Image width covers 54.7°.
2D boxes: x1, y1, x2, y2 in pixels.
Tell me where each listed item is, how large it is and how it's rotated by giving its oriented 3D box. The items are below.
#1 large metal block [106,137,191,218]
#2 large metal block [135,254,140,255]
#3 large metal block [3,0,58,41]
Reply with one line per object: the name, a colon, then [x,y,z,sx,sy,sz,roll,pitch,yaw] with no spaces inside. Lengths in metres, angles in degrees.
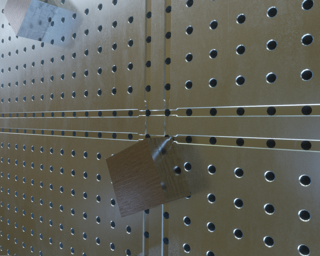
large metal block: [-0.017,0.064,0.405,0.080,0.050,0.080,-28,73,36]
large metal block: [-0.062,0.229,0.422,0.050,0.081,0.080,49,119,28]
large metal block: [-0.251,-0.229,0.596,0.080,0.050,0.080,-51,61,28]
